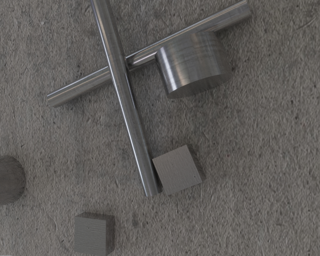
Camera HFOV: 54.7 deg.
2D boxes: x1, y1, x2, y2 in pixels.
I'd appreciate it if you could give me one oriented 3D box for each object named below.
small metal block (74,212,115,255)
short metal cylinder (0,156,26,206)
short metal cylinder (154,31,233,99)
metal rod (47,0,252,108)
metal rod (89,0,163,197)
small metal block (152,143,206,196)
[{"bbox_3d":[-0.093,0.150,0.442,0.050,0.025,0.050,1,90,20],"label":"small metal block"},{"bbox_3d":[-0.262,0.085,0.488,0.080,0.050,0.079,0,90,20],"label":"short metal cylinder"},{"bbox_3d":[0.039,-0.072,0.366,0.080,0.080,0.050,-19,84,19],"label":"short metal cylinder"},{"bbox_3d":[-0.027,-0.093,0.418,0.300,0.025,0.025,-21,83,18],"label":"metal rod"},{"bbox_3d":[-0.048,-0.057,0.402,0.025,0.025,0.298,-14,94,19],"label":"metal rod"},{"bbox_3d":[0.025,0.053,0.400,0.050,0.025,0.050,-25,82,18],"label":"small metal block"}]
